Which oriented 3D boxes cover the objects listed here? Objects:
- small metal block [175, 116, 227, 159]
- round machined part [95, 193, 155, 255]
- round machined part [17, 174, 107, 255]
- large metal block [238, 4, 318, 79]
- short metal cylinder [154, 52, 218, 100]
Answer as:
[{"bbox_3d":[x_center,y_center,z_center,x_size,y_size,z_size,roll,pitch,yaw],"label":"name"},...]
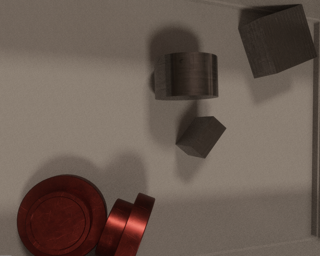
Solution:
[{"bbox_3d":[0.054,0.012,0.419,0.025,0.050,0.050,41,77,-16],"label":"small metal block"},{"bbox_3d":[-0.042,0.122,0.361,0.042,0.098,0.098,21,83,2],"label":"round machined part"},{"bbox_3d":[-0.110,0.103,0.349,0.099,0.042,0.097,1,85,-7],"label":"round machined part"},{"bbox_3d":[0.176,-0.128,0.464,0.081,0.050,0.080,-23,98,-19],"label":"large metal block"},{"bbox_3d":[0.033,-0.063,0.395,0.081,0.080,0.050,-2,91,-20],"label":"short metal cylinder"}]
